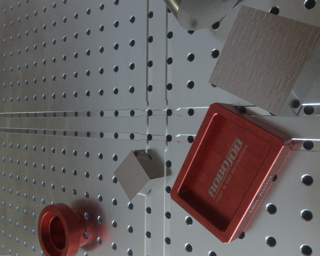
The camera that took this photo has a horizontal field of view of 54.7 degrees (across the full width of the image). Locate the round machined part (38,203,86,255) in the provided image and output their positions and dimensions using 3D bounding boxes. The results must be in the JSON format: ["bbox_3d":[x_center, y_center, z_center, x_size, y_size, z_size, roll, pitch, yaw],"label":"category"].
[{"bbox_3d":[-0.167,0.179,0.536,0.098,0.042,0.097,0,90,40],"label":"round machined part"}]

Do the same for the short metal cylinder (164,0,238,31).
[{"bbox_3d":[0.043,-0.155,0.338,0.080,0.081,0.050,-43,64,32],"label":"short metal cylinder"}]

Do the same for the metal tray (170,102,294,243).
[{"bbox_3d":[0.073,0.048,0.345,0.090,0.030,0.129,35,111,34],"label":"metal tray"}]

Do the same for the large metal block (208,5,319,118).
[{"bbox_3d":[0.108,-0.064,0.304,0.080,0.050,0.079,34,111,34],"label":"large metal block"}]

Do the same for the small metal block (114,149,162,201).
[{"bbox_3d":[-0.032,0.066,0.436,0.050,0.025,0.050,-50,61,28],"label":"small metal block"}]
